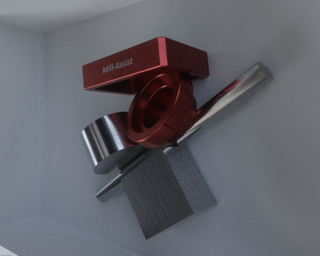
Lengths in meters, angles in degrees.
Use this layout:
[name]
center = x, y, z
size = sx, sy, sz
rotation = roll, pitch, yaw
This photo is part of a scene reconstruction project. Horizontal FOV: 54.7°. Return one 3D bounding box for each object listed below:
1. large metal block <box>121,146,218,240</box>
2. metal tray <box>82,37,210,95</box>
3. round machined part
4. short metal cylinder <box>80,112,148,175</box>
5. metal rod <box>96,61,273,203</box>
[large metal block]
center = 0.009, 0.077, 0.378
size = 0.080, 0.050, 0.080
rotation = -40, 66, 32
[metal tray]
center = -0.019, -0.068, 0.375
size = 0.130, 0.091, 0.030
rotation = -8, 85, 39
[round machined part]
center = 0.005, -0.020, 0.370
size = 0.098, 0.042, 0.098
rotation = -35, 40, 36
[short metal cylinder]
center = -0.059, 0.021, 0.416
size = 0.080, 0.081, 0.050
rotation = -40, 66, 32
[metal rod]
center = 0.010, 0.022, 0.395
size = 0.299, 0.025, 0.025
rotation = -40, 66, 32
